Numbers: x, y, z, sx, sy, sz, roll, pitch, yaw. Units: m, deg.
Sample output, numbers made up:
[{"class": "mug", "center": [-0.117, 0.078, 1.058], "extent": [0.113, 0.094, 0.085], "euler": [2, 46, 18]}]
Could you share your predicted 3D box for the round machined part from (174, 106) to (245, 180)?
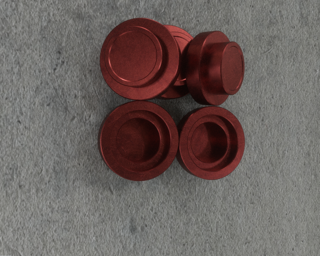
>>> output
[{"class": "round machined part", "center": [0.063, 0.019, 0.426], "extent": [0.099, 0.042, 0.097], "euler": [0, 90, -21]}]

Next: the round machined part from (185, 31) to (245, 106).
[{"class": "round machined part", "center": [0.078, -0.078, 0.408], "extent": [0.099, 0.042, 0.097], "euler": [-11, 104, -50]}]

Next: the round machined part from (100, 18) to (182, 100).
[{"class": "round machined part", "center": [-0.026, -0.082, 0.367], "extent": [0.098, 0.042, 0.097], "euler": [1, 93, 13]}]

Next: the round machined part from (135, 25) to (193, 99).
[{"class": "round machined part", "center": [0.014, -0.087, 0.407], "extent": [0.099, 0.042, 0.097], "euler": [0, 90, -21]}]

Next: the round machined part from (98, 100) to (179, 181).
[{"class": "round machined part", "center": [-0.030, 0.015, 0.391], "extent": [0.099, 0.042, 0.097], "euler": [0, 90, -21]}]
